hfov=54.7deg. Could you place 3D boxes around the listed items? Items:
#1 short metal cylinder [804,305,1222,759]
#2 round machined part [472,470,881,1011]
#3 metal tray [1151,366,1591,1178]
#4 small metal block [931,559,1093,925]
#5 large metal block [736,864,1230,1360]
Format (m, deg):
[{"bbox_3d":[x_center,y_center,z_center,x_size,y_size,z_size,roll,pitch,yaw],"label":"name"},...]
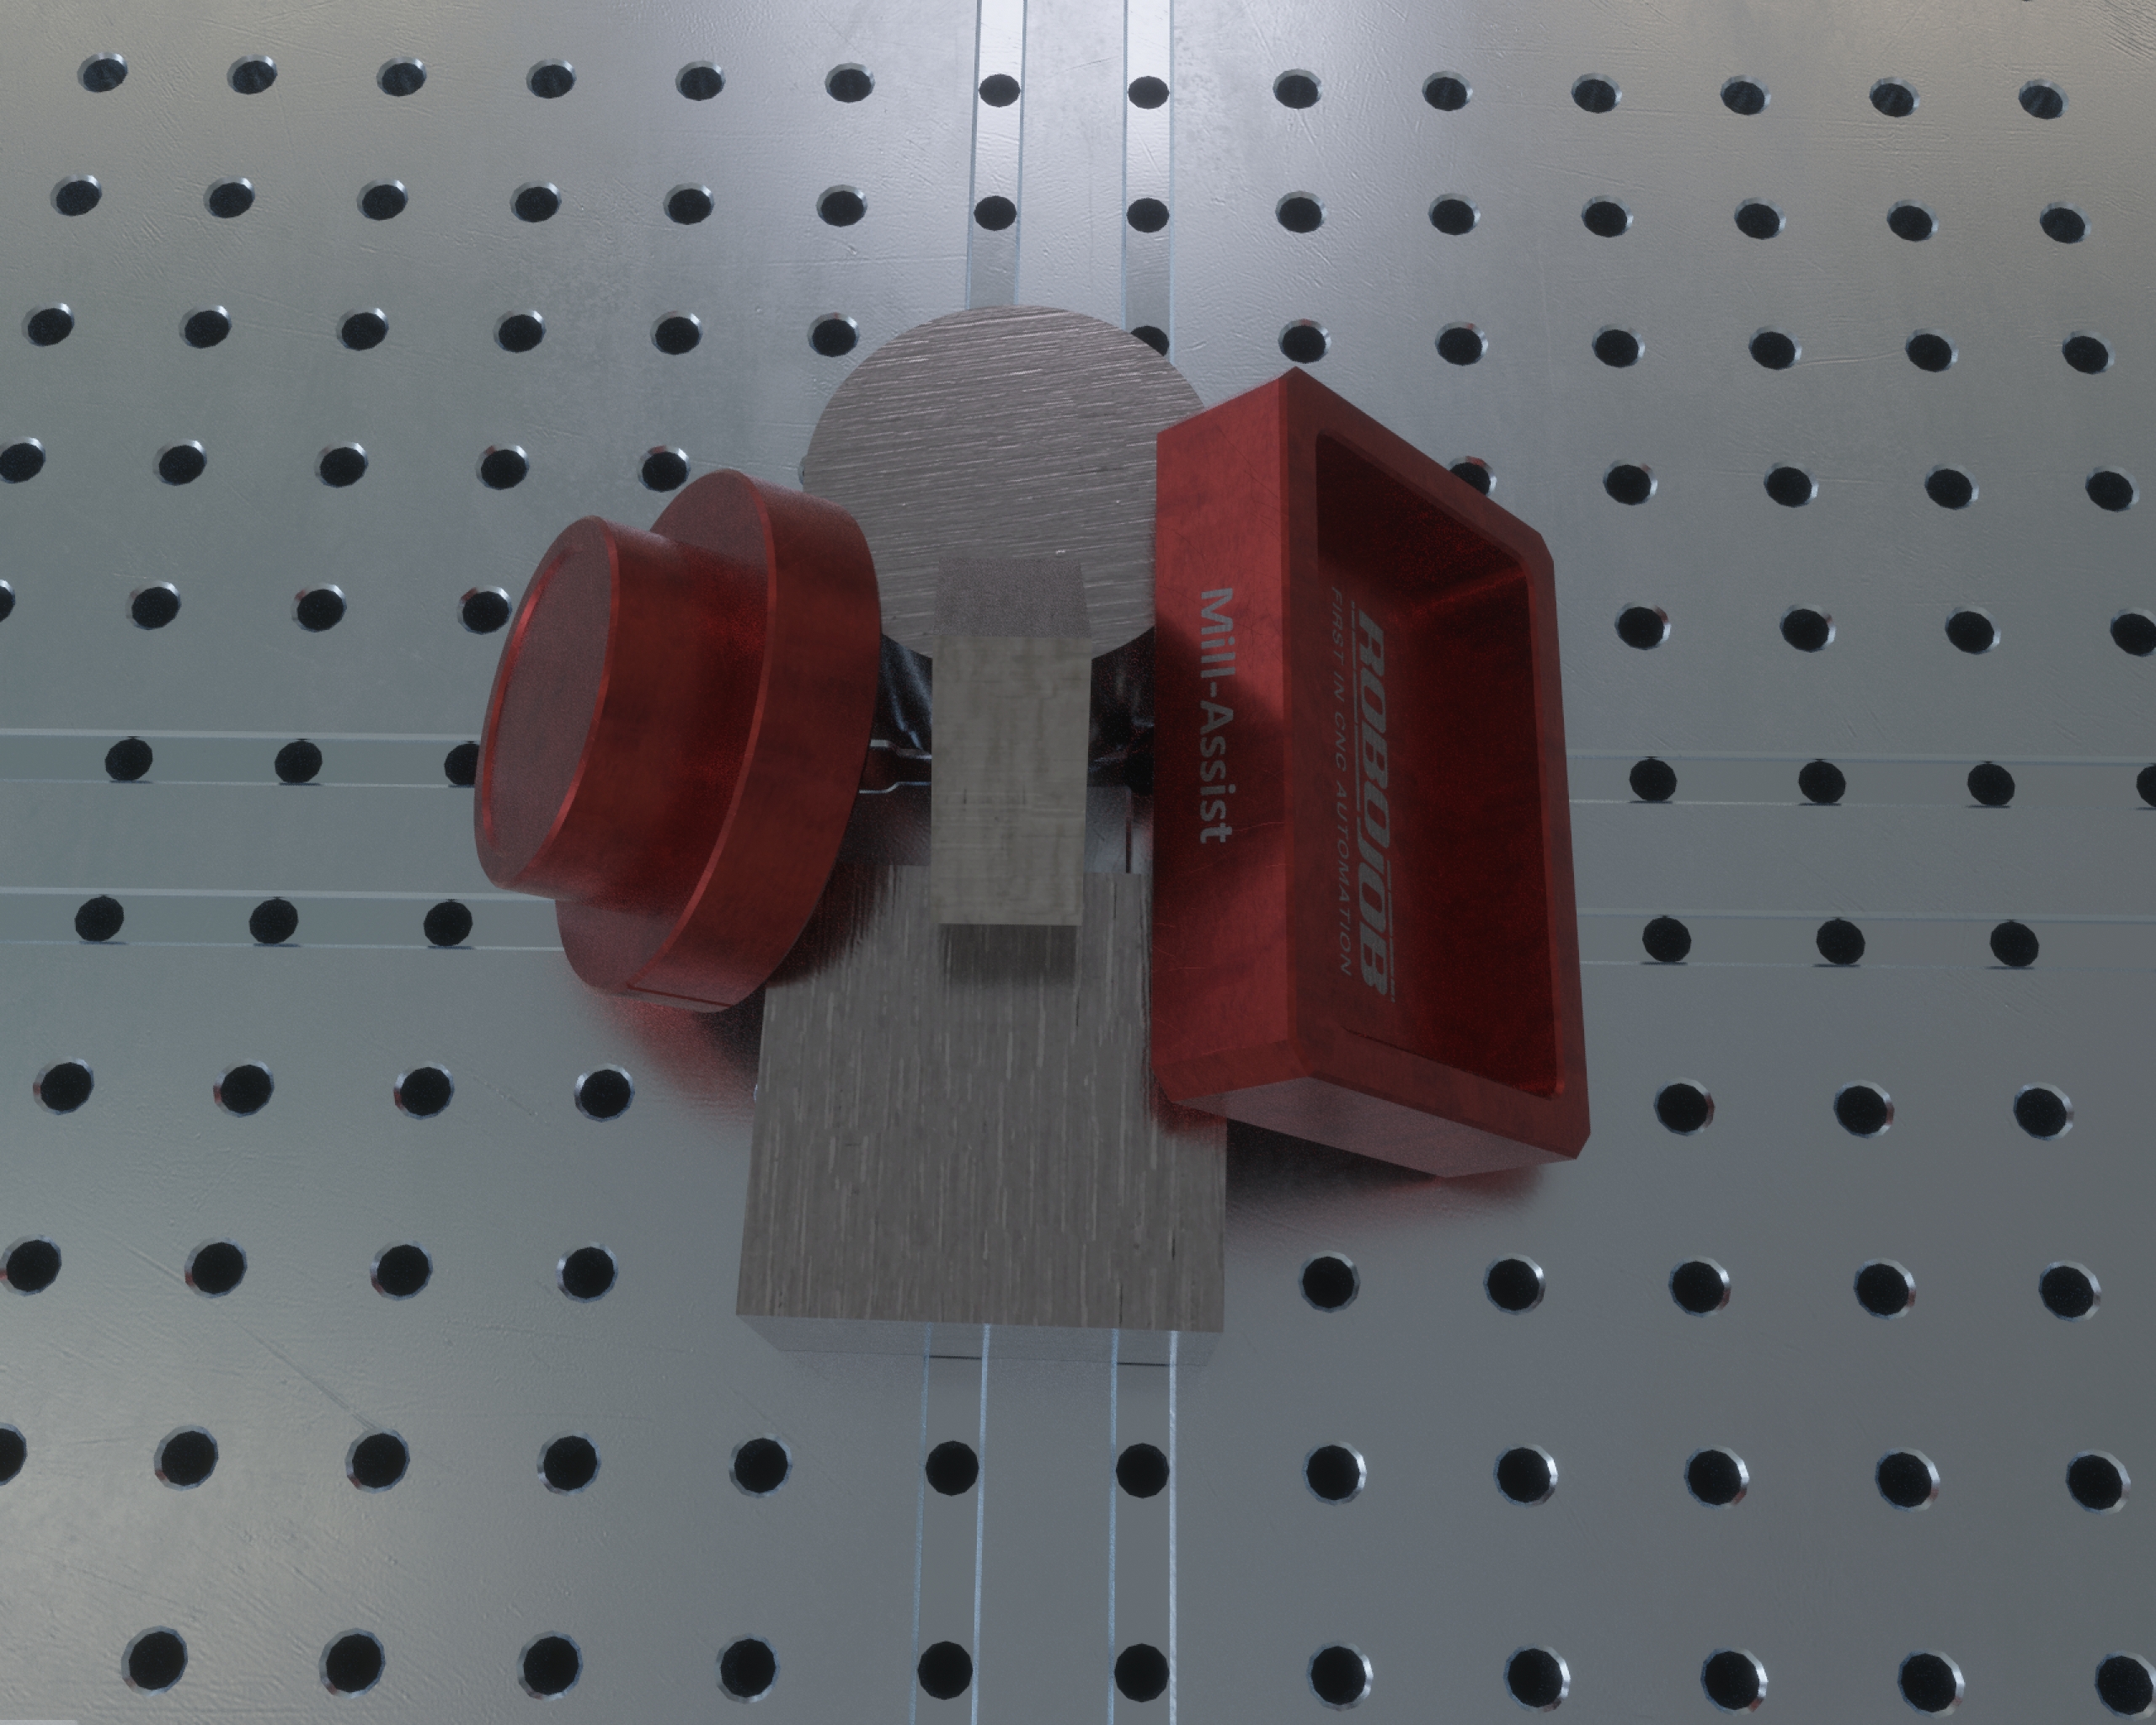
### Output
[{"bbox_3d":[-0.012,-0.064,0.421,0.081,0.050,0.080,0,70,0],"label":"short metal cylinder"},{"bbox_3d":[-0.077,-0.024,0.377,0.042,0.098,0.098,14,67,-31],"label":"round machined part"},{"bbox_3d":[0.055,-0.014,0.384,0.030,0.090,0.130,-17,63,40],"label":"metal tray"},{"bbox_3d":[-0.012,-0.022,0.361,0.025,0.050,0.050,1,112,-3],"label":"small metal block"},{"bbox_3d":[-0.015,0.047,0.381,0.080,0.050,0.080,2,70,1],"label":"large metal block"}]
